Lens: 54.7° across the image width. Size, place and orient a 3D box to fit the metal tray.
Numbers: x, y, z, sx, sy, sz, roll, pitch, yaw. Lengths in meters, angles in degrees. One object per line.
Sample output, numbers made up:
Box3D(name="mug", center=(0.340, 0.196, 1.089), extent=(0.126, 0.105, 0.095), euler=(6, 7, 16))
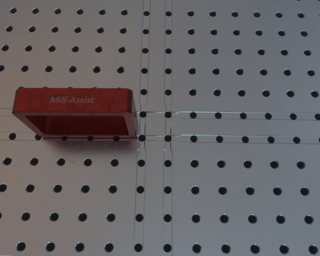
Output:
Box3D(name="metal tray", center=(-0.097, -0.016, 0.381), extent=(0.131, 0.090, 0.030), euler=(0, 70, -1))
